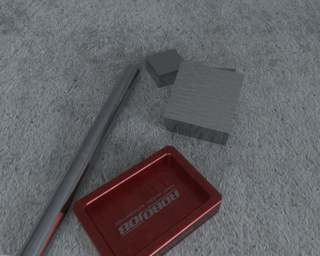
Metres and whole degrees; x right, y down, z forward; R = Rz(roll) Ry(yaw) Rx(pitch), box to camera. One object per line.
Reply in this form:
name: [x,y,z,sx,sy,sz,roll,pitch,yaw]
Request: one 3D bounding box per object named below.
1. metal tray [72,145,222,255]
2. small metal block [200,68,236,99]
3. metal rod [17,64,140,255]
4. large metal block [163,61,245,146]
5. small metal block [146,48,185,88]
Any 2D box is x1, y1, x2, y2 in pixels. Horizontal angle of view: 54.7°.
metal tray: [-0.012,0.085,0.328,0.131,0.030,0.090,-30,57,-23]
small metal block: [0.085,-0.063,0.457,0.050,0.025,0.050,4,50,3]
metal rod: [-0.085,0.022,0.383,0.025,0.025,0.300,13,51,10]
large metal block: [0.056,-0.031,0.398,0.080,0.050,0.080,15,72,11]
small metal block: [0.011,-0.094,0.482,0.050,0.025,0.050,-19,53,-16]
